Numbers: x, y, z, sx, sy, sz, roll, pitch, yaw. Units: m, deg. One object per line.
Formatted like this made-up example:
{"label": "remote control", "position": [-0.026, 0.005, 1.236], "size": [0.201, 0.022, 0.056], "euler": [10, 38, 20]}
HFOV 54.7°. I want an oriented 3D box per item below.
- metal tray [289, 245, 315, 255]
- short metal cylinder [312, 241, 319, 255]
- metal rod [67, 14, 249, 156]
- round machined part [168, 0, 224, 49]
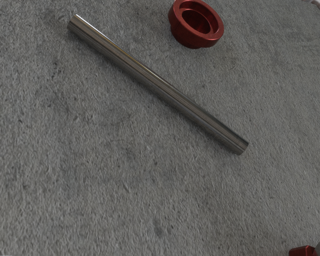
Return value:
{"label": "metal tray", "position": [0.228, 0.215, 0.395], "size": [0.131, 0.030, 0.090], "euler": [24, 53, -14]}
{"label": "short metal cylinder", "position": [0.234, 0.175, 0.375], "size": [0.081, 0.050, 0.080], "euler": [2, 83, -18]}
{"label": "metal rod", "position": [0.000, -0.058, 0.440], "size": [0.301, 0.025, 0.025], "euler": [36, 51, -5]}
{"label": "round machined part", "position": [0.057, -0.175, 0.533], "size": [0.099, 0.042, 0.098], "euler": [14, 56, -21]}
